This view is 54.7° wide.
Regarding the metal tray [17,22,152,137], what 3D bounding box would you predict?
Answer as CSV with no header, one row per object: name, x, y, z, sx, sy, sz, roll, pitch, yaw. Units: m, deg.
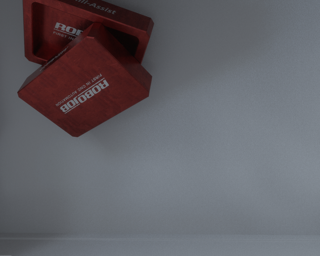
metal tray,-0.086,-0.047,0.355,0.130,0.030,0.090,-27,127,30

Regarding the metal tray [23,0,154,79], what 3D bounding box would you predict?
metal tray,-0.082,-0.099,0.349,0.131,0.030,0.089,17,138,-8
